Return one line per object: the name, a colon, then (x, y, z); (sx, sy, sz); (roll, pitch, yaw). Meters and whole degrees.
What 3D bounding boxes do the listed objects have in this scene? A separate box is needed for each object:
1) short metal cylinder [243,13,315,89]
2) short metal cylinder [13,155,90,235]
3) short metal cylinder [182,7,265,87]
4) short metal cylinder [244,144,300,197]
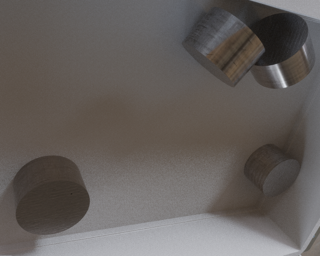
short metal cylinder: (0.149, -0.097, 0.393); (0.080, 0.080, 0.050); (-46, 137, 4)
short metal cylinder: (-0.130, 0.080, 0.372); (0.081, 0.050, 0.079); (-14, 125, -21)
short metal cylinder: (0.072, -0.092, 0.357); (0.050, 0.080, 0.080); (-50, 129, 7)
short metal cylinder: (0.198, 0.075, 0.550); (0.081, 0.050, 0.079); (-14, 124, -21)
